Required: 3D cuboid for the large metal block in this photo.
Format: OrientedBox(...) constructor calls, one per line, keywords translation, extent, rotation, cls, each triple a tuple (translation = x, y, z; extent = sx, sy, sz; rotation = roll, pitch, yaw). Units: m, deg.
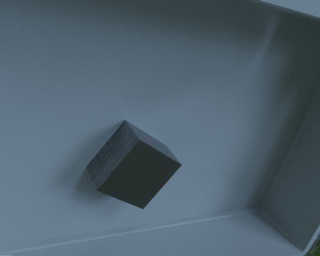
OrientedBox(translation=(-0.033, 0.049, 0.404), extent=(0.080, 0.050, 0.080), rotation=(34, 99, -39), cls="large metal block")
